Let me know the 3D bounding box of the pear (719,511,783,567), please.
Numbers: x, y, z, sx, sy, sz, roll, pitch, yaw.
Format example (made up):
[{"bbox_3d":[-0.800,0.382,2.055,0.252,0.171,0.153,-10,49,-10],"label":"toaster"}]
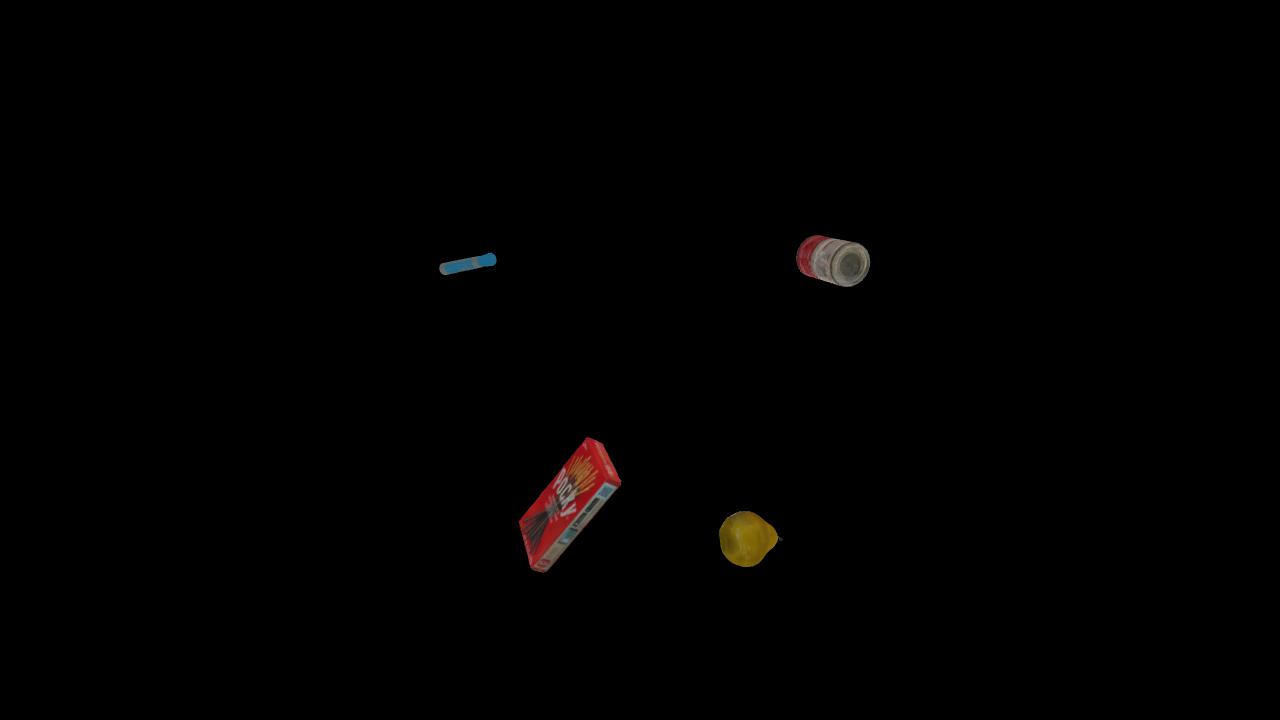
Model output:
[{"bbox_3d":[0.176,0.264,0.926,0.111,0.080,0.080,-5,3,-32],"label":"pear"}]

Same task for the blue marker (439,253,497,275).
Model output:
[{"bbox_3d":[-0.256,-0.143,0.916,0.121,0.020,0.020,-2,-1,38],"label":"blue marker"}]

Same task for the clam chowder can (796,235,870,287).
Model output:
[{"bbox_3d":[0.295,-0.153,0.944,0.068,0.068,0.102,0,16,-16],"label":"clam chowder can"}]

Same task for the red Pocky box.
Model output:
[{"bbox_3d":[-0.090,0.177,0.758,0.028,0.155,0.083,31,14,-34],"label":"red Pocky box"}]
